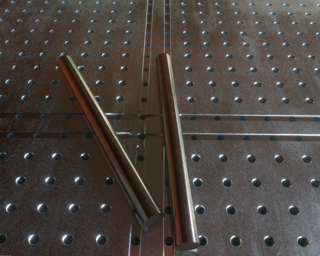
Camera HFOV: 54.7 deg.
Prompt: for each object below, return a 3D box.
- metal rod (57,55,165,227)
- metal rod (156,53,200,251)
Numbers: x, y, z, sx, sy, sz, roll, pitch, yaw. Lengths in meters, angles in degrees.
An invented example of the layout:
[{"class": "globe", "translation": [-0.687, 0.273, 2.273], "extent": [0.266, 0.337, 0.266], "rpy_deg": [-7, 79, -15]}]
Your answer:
[{"class": "metal rod", "translation": [-0.079, -0.004, 0.409], "extent": [0.025, 0.025, 0.300], "rpy_deg": [-23, 54, -18]}, {"class": "metal rod", "translation": [0.016, 0.004, 0.404], "extent": [0.025, 0.025, 0.300], "rpy_deg": [-3, 50, -3]}]
